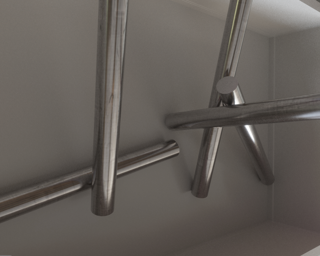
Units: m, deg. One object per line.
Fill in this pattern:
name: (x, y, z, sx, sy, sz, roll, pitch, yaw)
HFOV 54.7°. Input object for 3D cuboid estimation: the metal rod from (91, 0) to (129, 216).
metal rod: (-0.045, -0.050, 0.281, 0.025, 0.025, 0.298, -12, 119, -40)

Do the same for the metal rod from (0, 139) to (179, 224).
metal rod: (-0.095, 0.060, 0.328, 0.302, 0.025, 0.025, -16, 101, -39)

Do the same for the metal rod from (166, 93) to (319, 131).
metal rod: (0.118, -0.017, 0.320, 0.025, 0.300, 0.025, 5, 83, -42)

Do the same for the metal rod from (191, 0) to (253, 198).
metal rod: (0.078, -0.039, 0.403, 0.025, 0.025, 0.298, -12, 120, -40)

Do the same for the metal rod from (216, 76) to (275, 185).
metal rod: (0.140, 0.024, 0.467, 0.300, 0.025, 0.025, 49, 59, -50)
